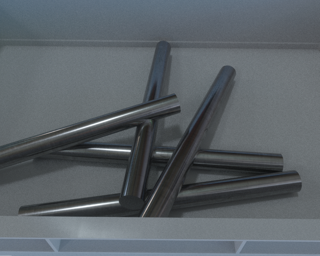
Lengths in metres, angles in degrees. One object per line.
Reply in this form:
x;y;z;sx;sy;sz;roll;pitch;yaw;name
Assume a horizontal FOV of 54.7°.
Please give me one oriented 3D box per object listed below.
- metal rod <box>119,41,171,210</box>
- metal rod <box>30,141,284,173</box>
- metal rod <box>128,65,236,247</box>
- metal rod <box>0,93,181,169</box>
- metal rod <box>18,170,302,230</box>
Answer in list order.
-0.011;-0.031;0.406;0.025;0.025;0.300;5;44;4;metal rod
-0.008;0.034;0.375;0.302;0.025;0.025;4;50;2;metal rod
0.044;0.006;0.373;0.025;0.025;0.301;19;45;15;metal rod
-0.122;0.015;0.356;0.302;0.025;0.025;-18;52;-8;metal rod
0.006;0.077;0.338;0.302;0.025;0.025;-6;51;-6;metal rod
